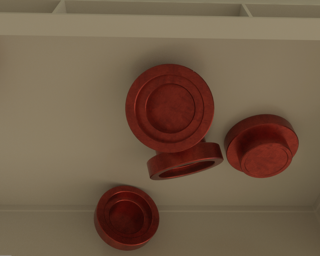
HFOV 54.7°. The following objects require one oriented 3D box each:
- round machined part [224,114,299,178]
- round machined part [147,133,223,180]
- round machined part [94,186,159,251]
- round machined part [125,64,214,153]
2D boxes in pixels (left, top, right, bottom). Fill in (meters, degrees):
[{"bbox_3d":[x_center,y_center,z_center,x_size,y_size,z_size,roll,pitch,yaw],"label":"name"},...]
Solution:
[{"bbox_3d":[0.141,0.032,0.427,0.099,0.042,0.097,-1,130,0],"label":"round machined part"},{"bbox_3d":[0.030,0.035,0.410,0.099,0.042,0.098,-13,162,-4],"label":"round machined part"},{"bbox_3d":[-0.054,0.143,0.483,0.099,0.098,0.042,16,134,-13],"label":"round machined part"},{"bbox_3d":[0.013,-0.023,0.358,0.098,0.042,0.097,1,95,10],"label":"round machined part"}]
